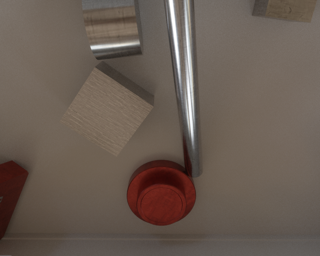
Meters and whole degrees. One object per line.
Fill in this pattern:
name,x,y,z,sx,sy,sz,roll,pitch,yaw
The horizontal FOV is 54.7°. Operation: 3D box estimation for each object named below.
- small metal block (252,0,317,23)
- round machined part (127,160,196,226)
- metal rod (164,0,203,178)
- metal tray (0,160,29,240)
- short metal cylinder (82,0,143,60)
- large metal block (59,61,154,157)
small metal block,0.138,-0.136,0.350,0.050,0.050,0.025,7,110,-3
round machined part,0.002,0.098,0.439,0.099,0.042,0.097,0,110,-1
metal rod,0.029,-0.041,0.328,0.025,0.025,0.298,-8,137,3
metal tray,-0.237,0.113,0.412,0.030,0.090,0.129,32,108,12
short metal cylinder,-0.048,-0.117,0.338,0.050,0.080,0.079,-6,110,2
large metal block,-0.063,-0.025,0.388,0.080,0.050,0.080,34,106,-12
